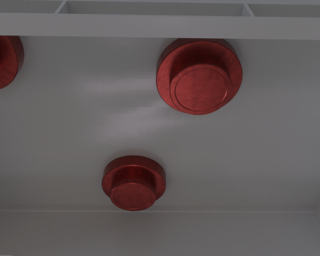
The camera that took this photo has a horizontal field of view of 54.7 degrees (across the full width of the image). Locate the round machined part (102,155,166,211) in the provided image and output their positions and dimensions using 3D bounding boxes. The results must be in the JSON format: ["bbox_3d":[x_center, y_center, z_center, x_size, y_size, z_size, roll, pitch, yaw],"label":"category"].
[{"bbox_3d":[-0.040,0.091,0.475,0.099,0.042,0.097,0,130,0],"label":"round machined part"}]

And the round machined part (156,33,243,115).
[{"bbox_3d":[0.044,-0.053,0.353,0.099,0.042,0.097,0,130,0],"label":"round machined part"}]

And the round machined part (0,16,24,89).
[{"bbox_3d":[-0.202,-0.079,0.329,0.099,0.042,0.097,0,130,0],"label":"round machined part"}]
